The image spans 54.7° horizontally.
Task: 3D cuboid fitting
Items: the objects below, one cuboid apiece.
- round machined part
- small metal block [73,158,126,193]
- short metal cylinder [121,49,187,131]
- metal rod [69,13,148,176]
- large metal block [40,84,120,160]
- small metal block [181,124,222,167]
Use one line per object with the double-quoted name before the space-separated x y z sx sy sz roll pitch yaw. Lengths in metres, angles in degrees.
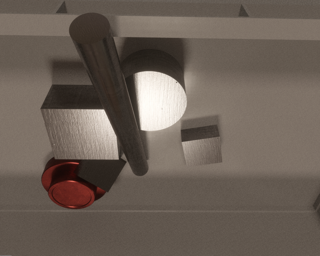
"round machined part" -0.130 0.086 0.470 0.099 0.042 0.097 -1 130 0
"small metal block" -0.084 0.055 0.436 0.050 0.025 0.050 37 76 -27
"short metal cylinder" -0.011 -0.043 0.356 0.081 0.050 0.079 0 130 0
"metal rod" -0.036 -0.001 0.326 0.025 0.025 0.299 -3 156 2
"large metal block" -0.092 -0.007 0.386 0.081 0.050 0.079 0 130 -1
"small metal block" 0.058 0.025 0.432 0.050 0.025 0.050 -9 130 7
